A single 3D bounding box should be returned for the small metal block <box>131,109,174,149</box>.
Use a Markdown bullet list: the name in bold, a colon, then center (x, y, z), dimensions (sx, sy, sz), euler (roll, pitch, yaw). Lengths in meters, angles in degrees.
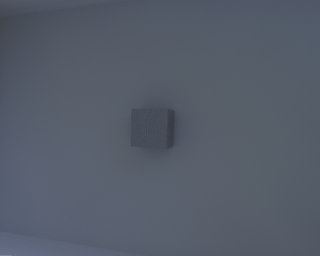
- **small metal block**: center (-0.010, 0.000, 0.410), dimensions (0.050, 0.025, 0.050), euler (2, 91, 20)
